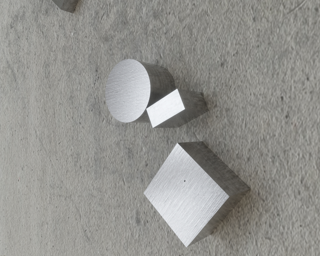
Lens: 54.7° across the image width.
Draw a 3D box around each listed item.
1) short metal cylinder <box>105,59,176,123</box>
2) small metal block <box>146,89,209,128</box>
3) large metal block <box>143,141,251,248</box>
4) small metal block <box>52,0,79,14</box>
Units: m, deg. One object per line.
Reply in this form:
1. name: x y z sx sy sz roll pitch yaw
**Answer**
1. short metal cylinder: -0.026 -0.047 0.408 0.080 0.050 0.079 0 90 39
2. small metal block: 0.021 -0.022 0.369 0.050 0.050 0.025 -30 72 36
3. large metal block: 0.040 0.072 0.354 0.080 0.050 0.080 46 117 30
4. small metal block: -0.163 -0.236 0.536 0.050 0.025 0.050 48 118 29
